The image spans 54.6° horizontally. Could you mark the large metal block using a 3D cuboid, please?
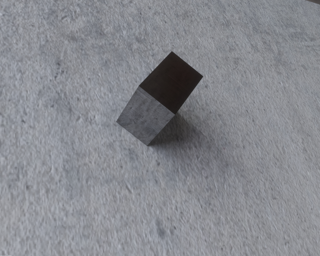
[{"bbox_3d":[-0.001,-0.036,0.389,0.050,0.080,0.080,39,51,-2],"label":"large metal block"}]
